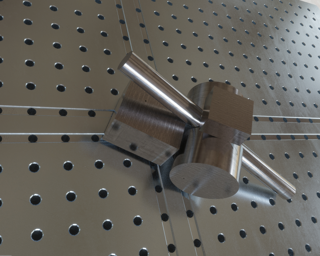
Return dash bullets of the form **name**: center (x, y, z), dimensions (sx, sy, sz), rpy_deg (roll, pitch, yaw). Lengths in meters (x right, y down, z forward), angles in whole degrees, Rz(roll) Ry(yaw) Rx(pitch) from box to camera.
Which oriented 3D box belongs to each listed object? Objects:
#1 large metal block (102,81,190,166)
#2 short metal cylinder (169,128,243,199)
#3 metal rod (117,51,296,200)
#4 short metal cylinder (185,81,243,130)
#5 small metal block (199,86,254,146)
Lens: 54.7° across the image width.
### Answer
- **large metal block**: center (-0.014, -0.012, 0.384), dimensions (0.080, 0.050, 0.080), rpy_deg (26, 53, -12)
- **short metal cylinder**: center (0.056, 0.044, 0.372), dimensions (0.080, 0.080, 0.050), rpy_deg (27, 53, -12)
- **metal rod**: center (0.074, 0.010, 0.387), dimensions (0.301, 0.025, 0.025), rpy_deg (36, 50, -24)
- **short metal cylinder**: center (0.072, -0.016, 0.418), dimensions (0.080, 0.080, 0.050), rpy_deg (25, 53, -13)
- **small metal block**: center (0.076, -0.014, 0.352), dimensions (0.050, 0.025, 0.050), rpy_deg (21, 54, -6)
